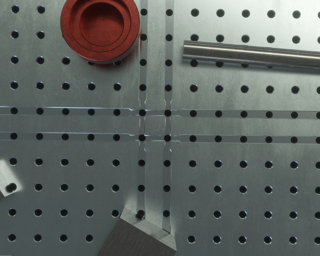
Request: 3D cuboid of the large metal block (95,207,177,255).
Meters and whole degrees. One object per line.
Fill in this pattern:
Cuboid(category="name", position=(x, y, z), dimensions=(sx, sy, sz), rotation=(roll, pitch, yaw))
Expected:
Cuboid(category="large metal block", position=(-0.035, 0.163, 0.401), dimensions=(0.080, 0.050, 0.080), rotation=(31, 90, -1))

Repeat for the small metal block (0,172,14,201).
Cuboid(category="small metal block", position=(-0.235, 0.081, 0.410), dimensions=(0.050, 0.025, 0.050), rotation=(-33, 90, 0))

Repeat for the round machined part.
Cuboid(category="round machined part", position=(-0.074, -0.132, 0.404), dimensions=(0.099, 0.042, 0.097), rotation=(0, 90, -1))

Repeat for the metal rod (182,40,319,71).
Cuboid(category="metal rod", position=(0.181, -0.092, 0.415), dimensions=(0.302, 0.025, 0.025), rotation=(5, 90, -1))
